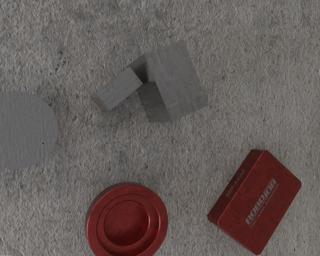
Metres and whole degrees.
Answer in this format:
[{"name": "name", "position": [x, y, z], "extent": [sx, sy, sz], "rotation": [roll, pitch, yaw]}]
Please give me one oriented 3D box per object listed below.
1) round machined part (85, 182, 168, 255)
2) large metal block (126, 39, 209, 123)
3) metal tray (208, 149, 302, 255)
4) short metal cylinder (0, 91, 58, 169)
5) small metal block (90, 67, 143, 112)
[{"name": "round machined part", "position": [-0.043, 0.116, 0.385], "extent": [0.099, 0.042, 0.097], "rotation": [0, 90, -20]}, {"name": "large metal block", "position": [0.006, -0.053, 0.382], "extent": [0.050, 0.080, 0.080], "rotation": [-25, 99, -18]}, {"name": "metal tray", "position": [0.142, 0.107, 0.459], "extent": [0.090, 0.030, 0.130], "rotation": [41, 77, -16]}, {"name": "short metal cylinder", "position": [-0.155, 0.002, 0.339], "extent": [0.081, 0.050, 0.080], "rotation": [0, 90, -20]}, {"name": "small metal block", "position": [-0.054, -0.045, 0.376], "extent": [0.050, 0.050, 0.025], "rotation": [-42, 104, -15]}]
